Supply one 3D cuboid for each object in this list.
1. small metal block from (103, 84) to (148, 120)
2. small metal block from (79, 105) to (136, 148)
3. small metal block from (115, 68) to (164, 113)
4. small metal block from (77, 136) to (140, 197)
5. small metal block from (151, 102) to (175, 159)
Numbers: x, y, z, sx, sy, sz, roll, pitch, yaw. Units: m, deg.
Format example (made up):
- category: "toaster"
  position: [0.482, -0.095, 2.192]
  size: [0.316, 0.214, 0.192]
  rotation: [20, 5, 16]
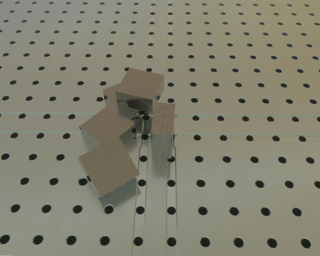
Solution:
- category: "small metal block"
  position: [-0.046, -0.039, 0.441]
  size: [0.050, 0.025, 0.050]
  rotation: [-25, 54, -20]
- category: "small metal block"
  position: [-0.067, 0.004, 0.404]
  size: [0.050, 0.025, 0.050]
  rotation: [34, 58, 25]
- category: "small metal block"
  position: [-0.026, -0.052, 0.419]
  size: [0.050, 0.025, 0.050]
  rotation: [14, 51, 11]
- category: "small metal block"
  position: [-0.059, 0.045, 0.355]
  size: [0.050, 0.025, 0.050]
  rotation: [-28, 88, -22]
- category: "small metal block"
  position: [0.004, 0.004, 0.388]
  size: [0.025, 0.050, 0.050]
  rotation: [4, 50, 4]
